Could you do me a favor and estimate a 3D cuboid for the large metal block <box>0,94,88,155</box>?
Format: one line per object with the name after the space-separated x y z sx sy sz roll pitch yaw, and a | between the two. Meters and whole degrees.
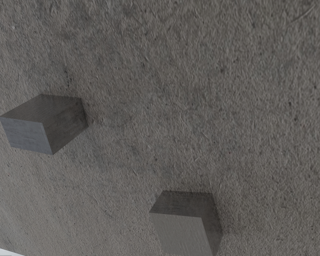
-0.167 -0.009 0.454 0.080 0.080 0.050 7 122 24 | large metal block

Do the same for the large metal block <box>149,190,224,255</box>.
0.040 0.141 0.457 0.080 0.050 0.080 -4 117 30 | large metal block
